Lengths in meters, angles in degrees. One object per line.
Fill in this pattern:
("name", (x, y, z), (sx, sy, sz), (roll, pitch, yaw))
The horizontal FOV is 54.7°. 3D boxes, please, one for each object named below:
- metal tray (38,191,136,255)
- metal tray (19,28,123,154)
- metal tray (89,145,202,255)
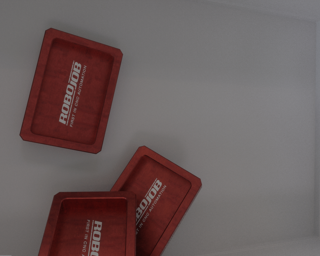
("metal tray", (-0.070, 0.124, 0.308), (0.091, 0.130, 0.030), (0, 130, -4))
("metal tray", (-0.103, -0.041, 0.369), (0.091, 0.030, 0.129), (13, 86, -20))
("metal tray", (-0.019, 0.098, 0.377), (0.090, 0.030, 0.130), (30, 78, 15))
